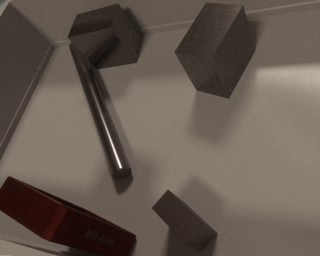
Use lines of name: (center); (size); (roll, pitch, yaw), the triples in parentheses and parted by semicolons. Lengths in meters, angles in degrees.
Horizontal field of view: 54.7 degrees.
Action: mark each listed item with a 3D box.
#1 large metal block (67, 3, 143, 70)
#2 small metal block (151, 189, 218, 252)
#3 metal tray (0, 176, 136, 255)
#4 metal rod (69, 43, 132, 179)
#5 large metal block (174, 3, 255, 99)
large metal block: (-0.086, -0.145, 0.502); (0.080, 0.080, 0.050); (-3, 60, 26)
small metal block: (0.026, 0.095, 0.317); (0.025, 0.050, 0.050); (-48, 52, -5)
metal tray: (-0.095, 0.098, 0.326); (0.090, 0.130, 0.030); (14, 69, 33)
metal rod: (-0.102, -0.047, 0.485); (0.025, 0.025, 0.300); (-33, 52, 7)
large metal block: (0.073, -0.096, 0.391); (0.050, 0.080, 0.080); (21, 73, 35)
